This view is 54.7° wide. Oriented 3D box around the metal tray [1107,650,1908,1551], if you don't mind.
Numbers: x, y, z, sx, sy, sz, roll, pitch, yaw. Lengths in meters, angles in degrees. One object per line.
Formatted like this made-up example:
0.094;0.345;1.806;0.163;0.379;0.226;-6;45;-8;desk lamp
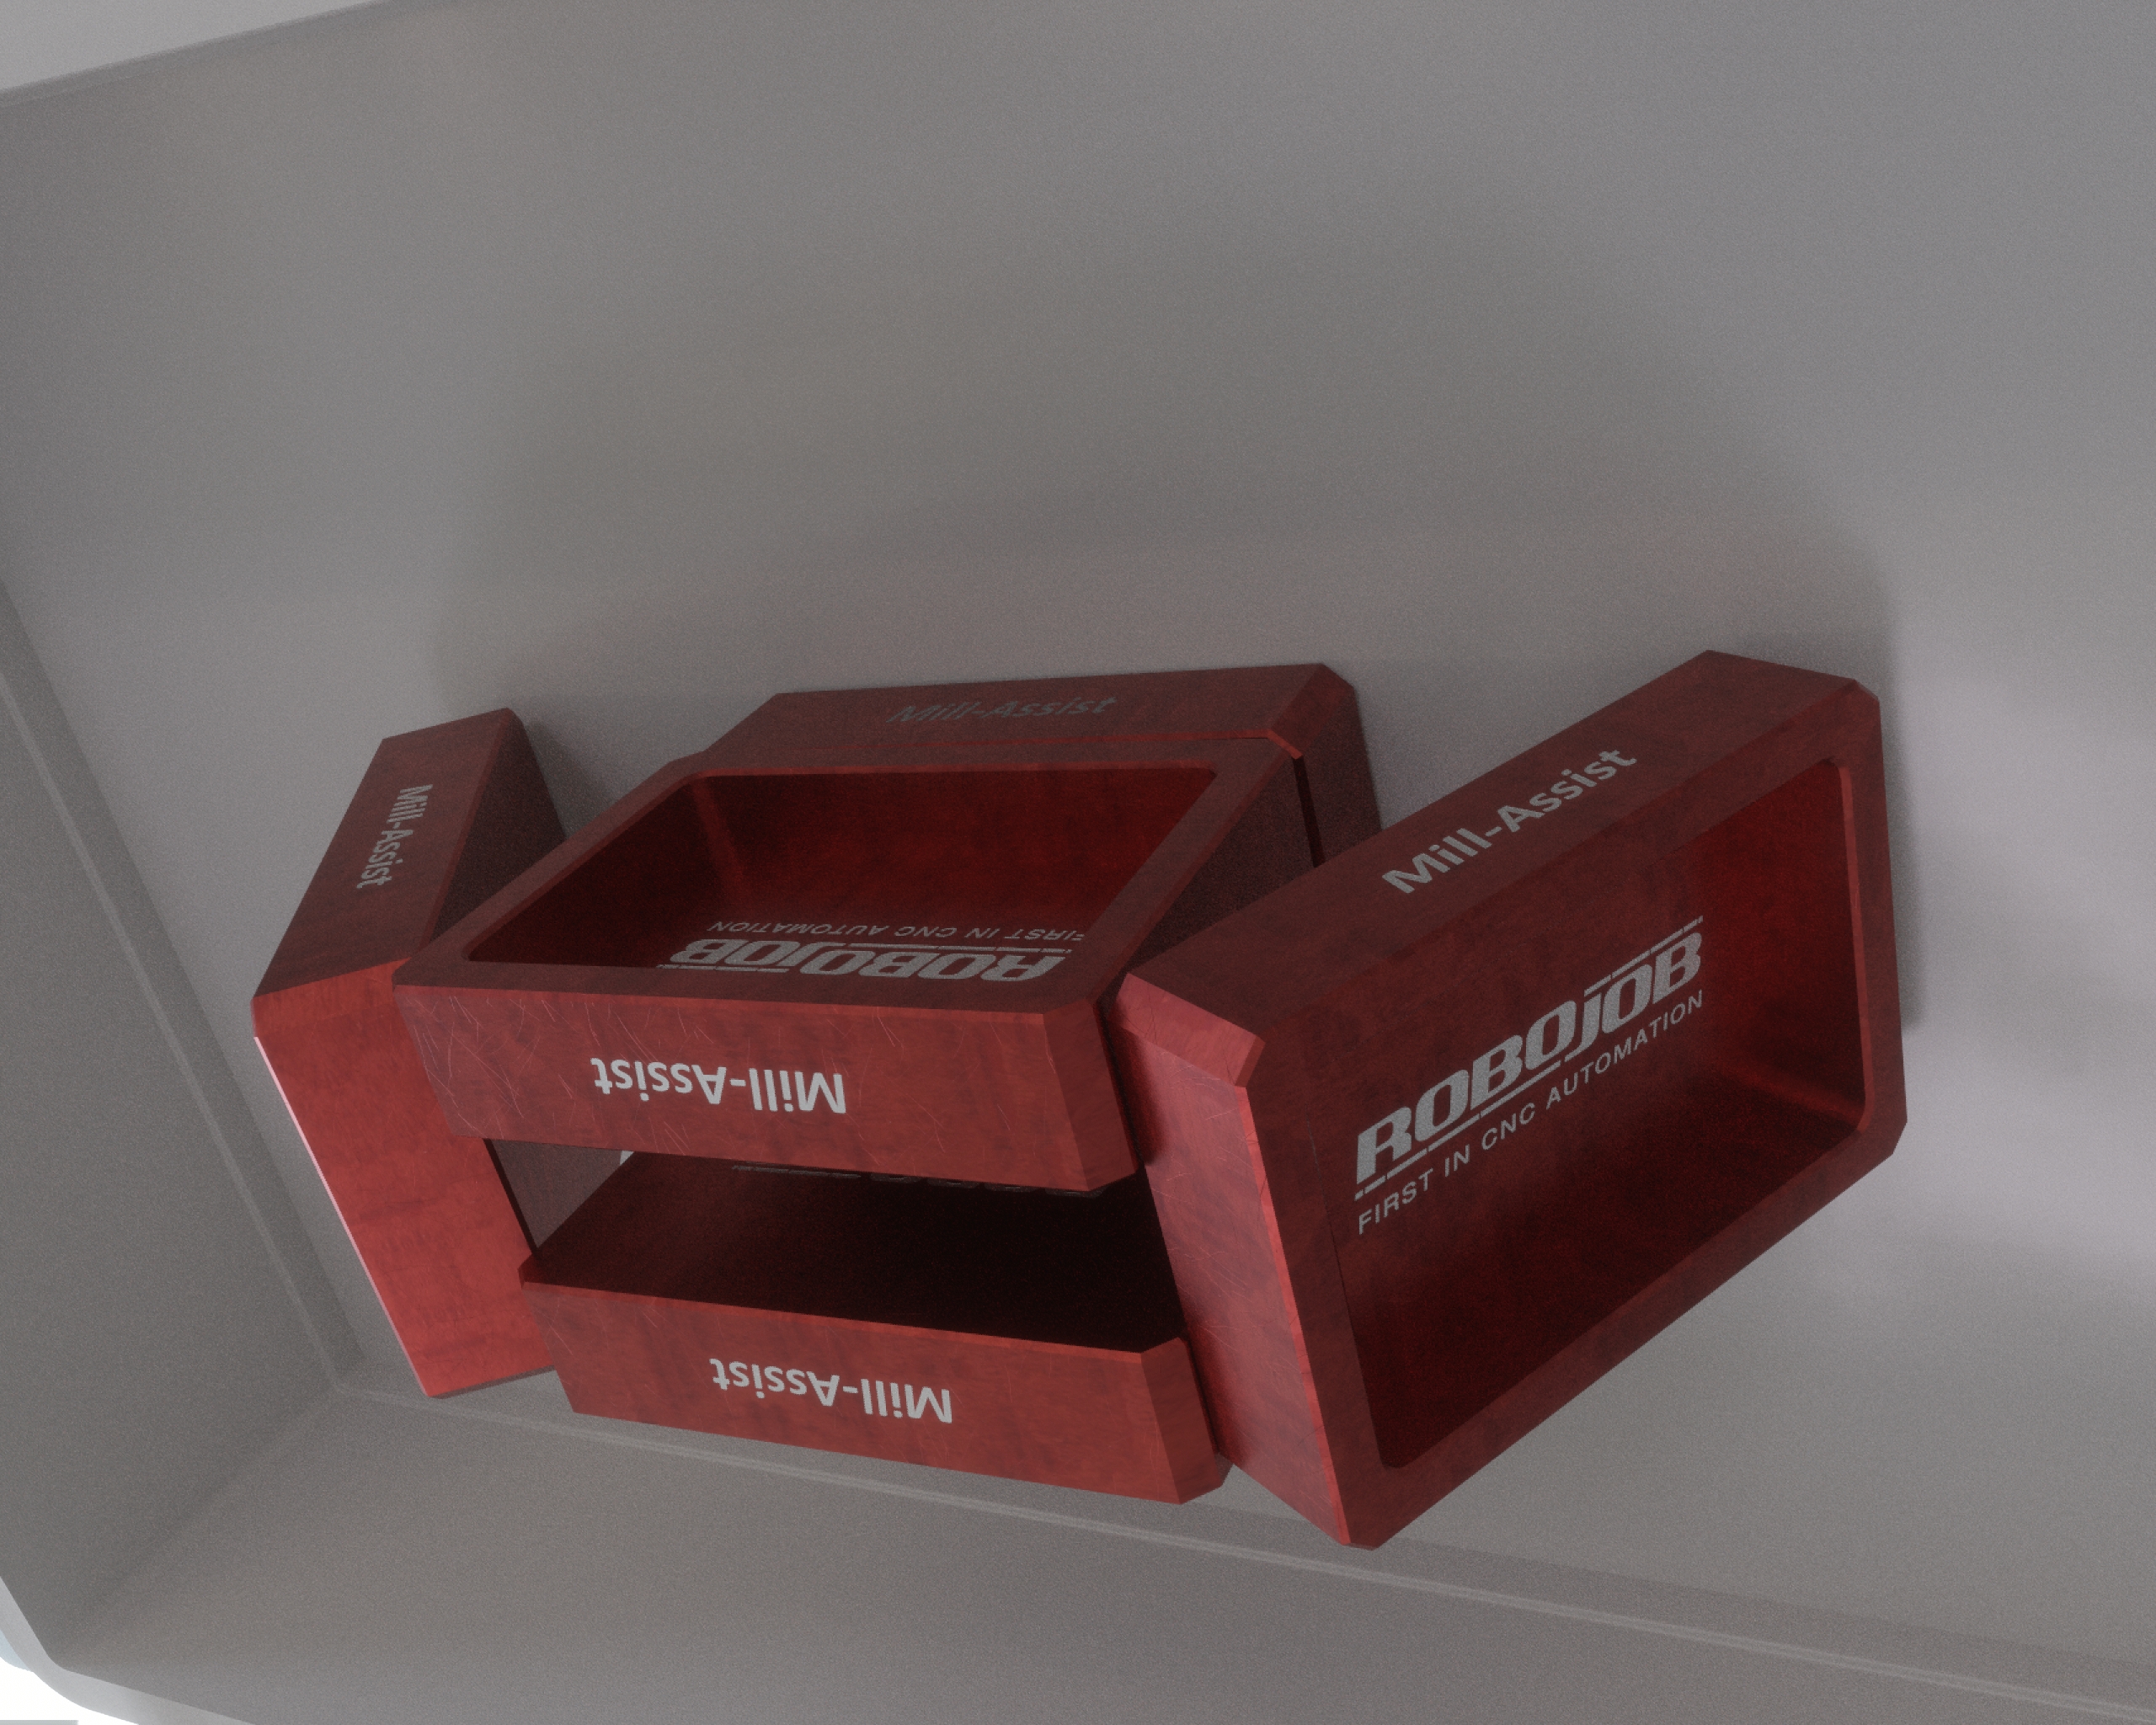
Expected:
0.073;0.033;0.322;0.030;0.131;0.089;23;134;52;metal tray

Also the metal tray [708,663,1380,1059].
-0.004;0.010;0.412;0.130;0.030;0.089;-1;118;28;metal tray

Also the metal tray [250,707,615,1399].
-0.123;0.033;0.426;0.030;0.130;0.089;-15;116;0;metal tray

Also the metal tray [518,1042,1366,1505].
-0.022;0.066;0.378;0.130;0.090;0.030;0;118;28;metal tray

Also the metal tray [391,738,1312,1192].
-0.036;0.013;0.352;0.130;0.090;0.030;0;118;28;metal tray
